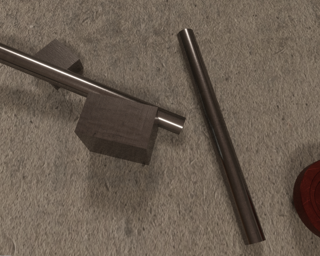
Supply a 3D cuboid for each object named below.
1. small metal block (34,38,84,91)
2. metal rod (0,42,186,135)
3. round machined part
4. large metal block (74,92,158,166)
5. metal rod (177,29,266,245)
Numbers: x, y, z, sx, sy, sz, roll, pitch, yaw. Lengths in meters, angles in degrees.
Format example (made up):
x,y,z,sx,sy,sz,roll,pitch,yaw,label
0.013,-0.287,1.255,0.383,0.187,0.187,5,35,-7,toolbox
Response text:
x,y,z,sx,sy,sz,roll,pitch,yaw,label
-0.147,-0.090,0.439,0.050,0.025,0.050,41,75,13,small metal block
-0.110,-0.059,0.406,0.301,0.025,0.025,22,71,-1,metal rod
0.208,0.086,0.370,0.099,0.042,0.098,0,70,-1,round machined part
-0.048,0.004,0.377,0.080,0.080,0.050,13,71,4,large metal block
0.074,-0.003,0.410,0.025,0.025,0.299,-13,71,-5,metal rod
